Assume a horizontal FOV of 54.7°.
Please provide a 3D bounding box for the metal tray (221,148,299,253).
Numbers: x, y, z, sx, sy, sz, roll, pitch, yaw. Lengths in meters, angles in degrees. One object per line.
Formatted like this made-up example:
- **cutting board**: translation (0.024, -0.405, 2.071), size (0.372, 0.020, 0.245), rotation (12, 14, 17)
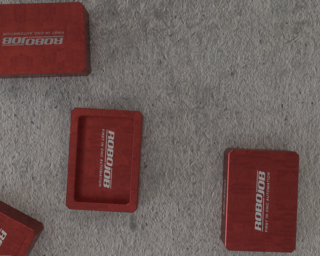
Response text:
- **metal tray**: translation (0.130, 0.093, 0.408), size (0.091, 0.030, 0.129), rotation (2, 90, 0)

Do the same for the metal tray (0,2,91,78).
- **metal tray**: translation (-0.160, -0.113, 0.406), size (0.131, 0.030, 0.089), rotation (-2, 90, 0)

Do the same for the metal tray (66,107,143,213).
- **metal tray**: translation (-0.071, 0.041, 0.406), size (0.091, 0.030, 0.129), rotation (3, 90, 0)

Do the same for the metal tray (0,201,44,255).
- **metal tray**: translation (-0.226, 0.167, 0.405), size (0.090, 0.030, 0.130), rotation (29, 90, 0)
